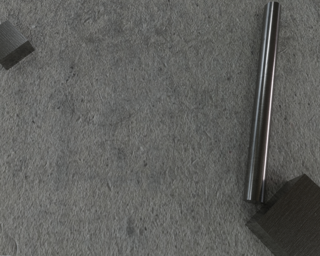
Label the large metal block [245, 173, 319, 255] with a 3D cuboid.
[{"bbox_3d":[0.161,0.113,0.355,0.080,0.050,0.080,-40,75,-13],"label":"large metal block"}]

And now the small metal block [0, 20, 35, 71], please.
[{"bbox_3d":[-0.222,-0.121,0.450,0.050,0.025,0.050,-43,76,-14],"label":"small metal block"}]

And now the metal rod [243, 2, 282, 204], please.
[{"bbox_3d":[0.144,-0.048,0.426,0.025,0.025,0.299,11,70,4],"label":"metal rod"}]
